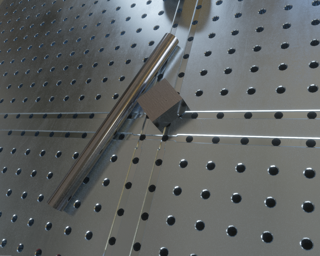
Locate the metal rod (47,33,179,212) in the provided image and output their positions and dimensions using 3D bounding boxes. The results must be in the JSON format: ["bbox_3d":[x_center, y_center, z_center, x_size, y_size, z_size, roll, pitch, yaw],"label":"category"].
[{"bbox_3d":[-0.061,-0.017,0.448,0.025,0.025,0.300,24,74,36],"label":"metal rod"}]

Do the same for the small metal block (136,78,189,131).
[{"bbox_3d":[0.003,-0.033,0.425,0.050,0.025,0.050,-38,51,2],"label":"small metal block"}]
